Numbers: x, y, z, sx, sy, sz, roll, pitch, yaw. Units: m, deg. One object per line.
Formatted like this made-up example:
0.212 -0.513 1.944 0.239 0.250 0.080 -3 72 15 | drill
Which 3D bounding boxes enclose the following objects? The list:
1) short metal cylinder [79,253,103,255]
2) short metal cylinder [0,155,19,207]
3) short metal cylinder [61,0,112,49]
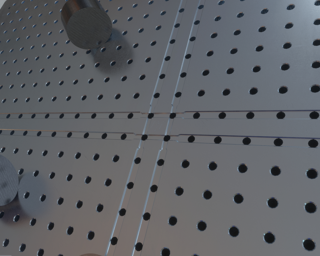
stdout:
-0.063 0.175 0.318 0.080 0.050 0.080 -13 56 21 | short metal cylinder
-0.261 0.082 0.459 0.050 0.080 0.080 -20 54 16 | short metal cylinder
-0.133 -0.190 0.560 0.080 0.080 0.050 -35 51 5 | short metal cylinder
